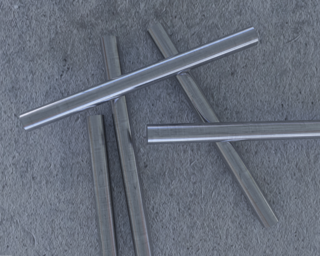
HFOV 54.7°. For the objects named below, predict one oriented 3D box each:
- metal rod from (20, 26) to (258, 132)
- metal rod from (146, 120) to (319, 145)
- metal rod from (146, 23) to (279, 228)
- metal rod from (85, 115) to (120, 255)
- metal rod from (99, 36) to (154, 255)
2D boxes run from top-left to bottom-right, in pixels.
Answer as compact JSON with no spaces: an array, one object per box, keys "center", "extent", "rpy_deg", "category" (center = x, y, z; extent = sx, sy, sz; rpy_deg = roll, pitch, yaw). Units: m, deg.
[{"center":[-0.025,-0.061,0.383],"extent":[0.301,0.025,0.025],"rpy_deg":[-21,90,0],"category":"metal rod"},{"center":[0.134,0.003,0.392],"extent":[0.302,0.025,0.025],"rpy_deg":[-2,90,-8],"category":"metal rod"},{"center":[0.070,-0.004,0.410],"extent":[0.025,0.025,0.299],"rpy_deg":[-31,90,0],"category":"metal rod"},{"center":[-0.070,0.132,0.409],"extent":[0.025,0.025,0.298],"rpy_deg":[-6,90,0],"category":"metal rod"},{"center":[-0.043,0.029,0.409],"extent":[0.025,0.025,0.298],"rpy_deg":[-9,90,0],"category":"metal rod"}]
